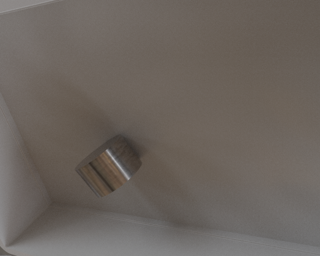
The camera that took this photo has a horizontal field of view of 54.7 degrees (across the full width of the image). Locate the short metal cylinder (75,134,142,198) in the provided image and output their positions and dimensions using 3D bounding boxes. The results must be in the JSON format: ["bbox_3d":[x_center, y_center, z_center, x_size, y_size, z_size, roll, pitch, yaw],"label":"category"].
[{"bbox_3d":[-0.073,0.053,0.443,0.080,0.080,0.050,-28,103,37],"label":"short metal cylinder"}]
